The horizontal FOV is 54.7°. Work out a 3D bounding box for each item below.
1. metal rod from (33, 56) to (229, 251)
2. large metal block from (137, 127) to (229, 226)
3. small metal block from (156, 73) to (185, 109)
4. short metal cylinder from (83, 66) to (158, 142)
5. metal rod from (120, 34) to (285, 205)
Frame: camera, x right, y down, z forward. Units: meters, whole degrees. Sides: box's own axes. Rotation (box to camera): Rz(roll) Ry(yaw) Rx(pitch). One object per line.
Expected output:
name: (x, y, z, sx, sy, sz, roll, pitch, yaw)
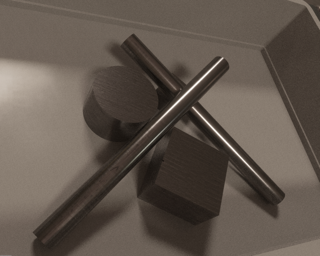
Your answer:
metal rod: (-0.013, 0.009, 0.352, 0.025, 0.025, 0.301, 44, 64, 2)
large metal block: (0.030, 0.058, 0.372, 0.080, 0.050, 0.080, 28, 52, -11)
small metal block: (0.019, -0.044, 0.444, 0.050, 0.025, 0.050, 40, 51, -1)
short metal cylinder: (-0.049, -0.029, 0.382, 0.081, 0.050, 0.080, 14, 56, -21)
metal rod: (0.062, -0.007, 0.418, 0.300, 0.025, 0.025, 46, 50, -7)
